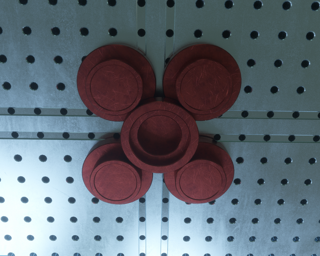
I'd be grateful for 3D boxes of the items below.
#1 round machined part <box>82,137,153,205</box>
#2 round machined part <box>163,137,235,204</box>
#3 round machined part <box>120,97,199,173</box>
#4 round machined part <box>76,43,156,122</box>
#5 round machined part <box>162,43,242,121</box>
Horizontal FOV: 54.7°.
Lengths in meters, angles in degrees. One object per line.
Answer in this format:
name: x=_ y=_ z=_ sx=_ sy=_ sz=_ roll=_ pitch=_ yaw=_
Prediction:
round machined part: x=-0.059 y=0.065 z=0.428 sx=0.099 sy=0.042 sz=0.097 roll=0 pitch=110 yaw=-1
round machined part: x=0.054 y=0.064 z=0.428 sx=0.099 sy=0.042 sz=0.097 roll=0 pitch=110 yaw=-1
round machined part: x=0.000 y=0.006 z=0.405 sx=0.099 sy=0.042 sz=0.097 roll=0 pitch=110 yaw=-1
round machined part: x=-0.054 y=-0.053 z=0.383 sx=0.099 sy=0.042 sz=0.097 roll=0 pitch=110 yaw=-1
round machined part: x=0.052 y=-0.054 z=0.384 sx=0.099 sy=0.042 sz=0.097 roll=0 pitch=110 yaw=-1
